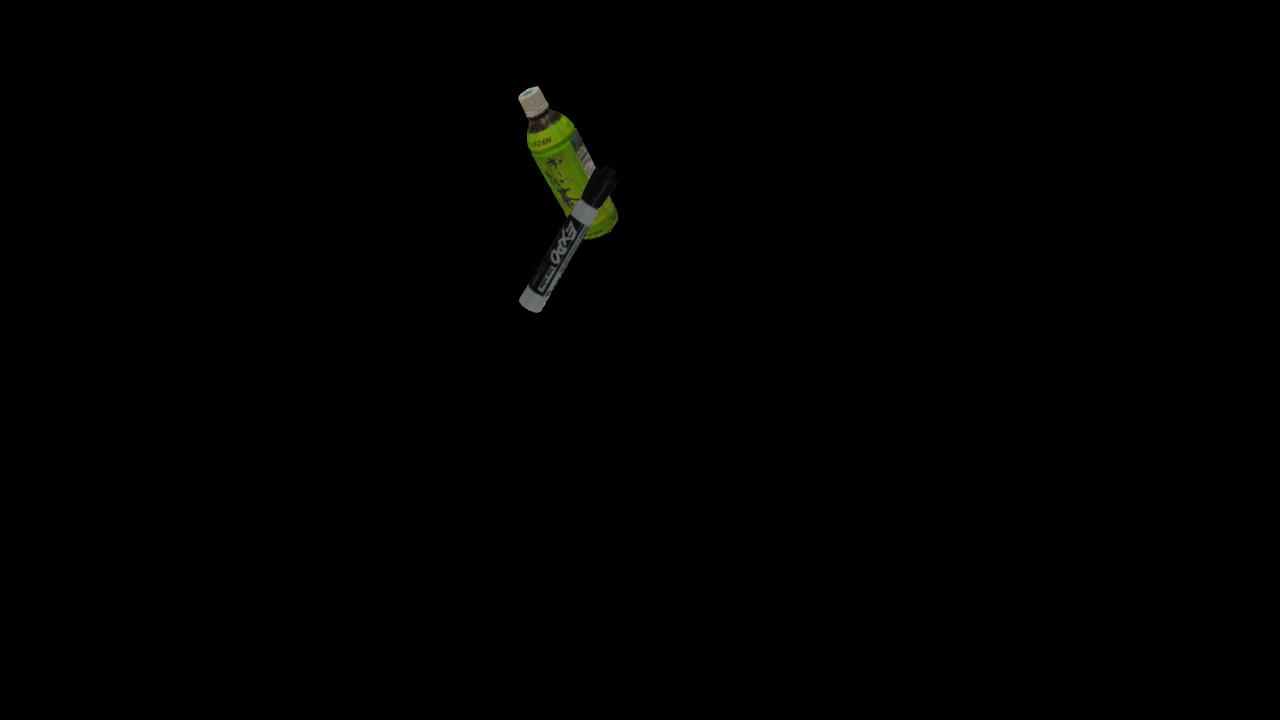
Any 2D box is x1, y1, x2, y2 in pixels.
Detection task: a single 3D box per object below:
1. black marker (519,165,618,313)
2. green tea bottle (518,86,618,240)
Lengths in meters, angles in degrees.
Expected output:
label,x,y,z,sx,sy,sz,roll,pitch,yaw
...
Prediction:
label,x,y,z,sx,sy,sz,roll,pitch,yaw
black marker,-0.053,-0.088,0.452,0.020,0.121,0.020,30,22,-13
green tea bottle,-0.099,-0.265,0.835,0.073,0.073,0.212,0,-42,28
